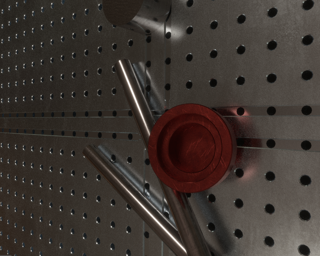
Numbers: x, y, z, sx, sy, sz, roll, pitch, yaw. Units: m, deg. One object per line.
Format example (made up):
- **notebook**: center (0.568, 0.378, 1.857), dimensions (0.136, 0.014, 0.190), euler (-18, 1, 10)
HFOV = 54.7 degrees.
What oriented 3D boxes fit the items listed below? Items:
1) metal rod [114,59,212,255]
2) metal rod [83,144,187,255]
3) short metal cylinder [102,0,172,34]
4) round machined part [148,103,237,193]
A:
- **metal rod**: center (-0.001, 0.035, 0.395), dimensions (0.025, 0.025, 0.299), euler (-38, 63, 33)
- **metal rod**: center (-0.015, 0.115, 0.419), dimensions (0.300, 0.025, 0.025), euler (38, 113, 33)
- **short metal cylinder**: center (-0.032, -0.172, 0.417), dimensions (0.080, 0.050, 0.079), euler (0, 90, 39)
- **round machined part**: center (0.039, 0.023, 0.355), dimensions (0.098, 0.042, 0.097), euler (-3, 83, 26)
